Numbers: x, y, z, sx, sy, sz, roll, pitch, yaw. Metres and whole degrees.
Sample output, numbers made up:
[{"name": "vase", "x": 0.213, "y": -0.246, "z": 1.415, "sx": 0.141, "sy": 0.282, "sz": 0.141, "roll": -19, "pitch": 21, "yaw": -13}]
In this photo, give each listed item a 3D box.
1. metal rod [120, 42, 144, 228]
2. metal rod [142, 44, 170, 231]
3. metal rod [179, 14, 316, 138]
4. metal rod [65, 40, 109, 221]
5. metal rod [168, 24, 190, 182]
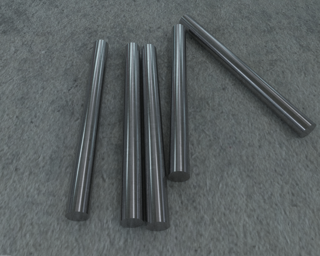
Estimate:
[{"name": "metal rod", "x": -0.037, "y": -0.016, "z": 0.416, "sx": 0.025, "sy": 0.025, "sz": 0.300, "roll": -2, "pitch": 50, "yaw": -2}, {"name": "metal rod", "x": -0.010, "y": -0.013, "z": 0.414, "sx": 0.025, "sy": 0.025, "sz": 0.300, "roll": -2, "pitch": 50, "yaw": -2}, {"name": "metal rod", "x": 0.120, "y": -0.097, "z": 0.485, "sx": 0.025, "sy": 0.025, "sz": 0.300, "roll": -23, "pitch": 54, "yaw": -19}, {"name": "metal rod", "x": -0.092, "y": -0.022, "z": 0.420, "sx": 0.025, "sy": 0.025, "sz": 0.300, "roll": -1, "pitch": 50, "yaw": -2}, {"name": "metal rod", "x": 0.028, "y": -0.059, "z": 0.452, "sx": 0.025, "sy": 0.025, "sz": 0.300, "roll": 2, "pitch": 50, "yaw": 1}]
